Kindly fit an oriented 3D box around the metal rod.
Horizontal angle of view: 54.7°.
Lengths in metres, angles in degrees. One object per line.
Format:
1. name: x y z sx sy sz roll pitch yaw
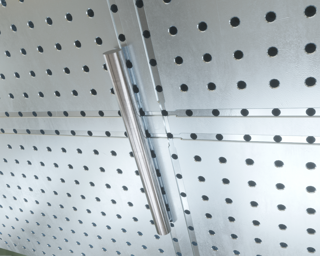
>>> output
1. metal rod: -0.026 0.036 0.445 0.025 0.025 0.298 0 119 28
